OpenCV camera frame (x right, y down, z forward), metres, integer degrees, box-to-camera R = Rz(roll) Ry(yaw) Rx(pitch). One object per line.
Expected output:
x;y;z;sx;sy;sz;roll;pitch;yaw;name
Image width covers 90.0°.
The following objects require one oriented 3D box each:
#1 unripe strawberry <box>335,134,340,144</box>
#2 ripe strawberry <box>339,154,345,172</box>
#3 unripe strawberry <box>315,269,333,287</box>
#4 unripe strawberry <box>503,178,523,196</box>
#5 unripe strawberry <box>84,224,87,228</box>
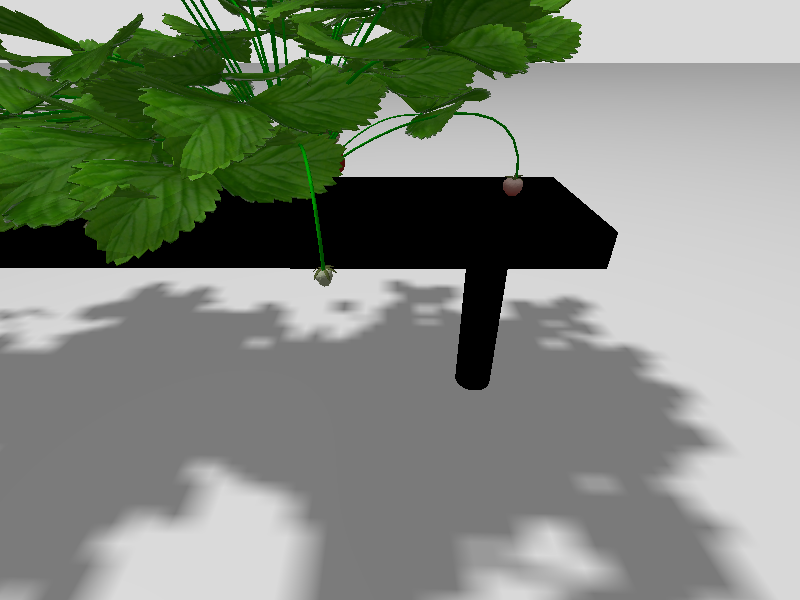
-0.091;-0.220;0.536;0.022;0.025;0.024;0;17;0;unripe strawberry
-0.066;-0.142;0.411;0.023;0.026;0.025;10;33;15;ripe strawberry
-0.038;-0.011;0.198;0.009;0.010;0.010;-9;33;-14;unripe strawberry
0.098;-0.098;0.348;0.017;0.016;0.015;0;32;1;unripe strawberry
-0.213;-0.050;0.279;0.010;0.010;0.009;-21;38;-29;unripe strawberry
